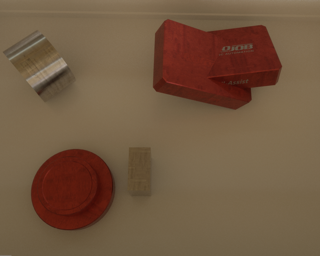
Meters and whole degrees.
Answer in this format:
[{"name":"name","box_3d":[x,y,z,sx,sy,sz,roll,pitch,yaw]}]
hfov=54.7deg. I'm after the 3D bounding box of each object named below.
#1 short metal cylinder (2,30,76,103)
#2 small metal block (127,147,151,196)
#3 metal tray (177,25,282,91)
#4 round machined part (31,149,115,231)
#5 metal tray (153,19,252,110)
[{"name":"short metal cylinder","box_3d":[-0.157,-0.080,0.408,0.050,0.080,0.080,-40,75,-13]},{"name":"small metal block","box_3d":[-0.024,0.054,0.376,0.025,0.050,0.050,0,70,0]},{"name":"metal tray","box_3d":[0.087,-0.094,0.423,0.131,0.030,0.090,-6,54,3]},{"name":"round machined part","box_3d":[-0.106,0.072,0.373,0.099,0.042,0.098,0,70,-1]},{"name":"metal tray","box_3d":[0.058,-0.081,0.410,0.131,0.030,0.090,10,69,-23]}]
